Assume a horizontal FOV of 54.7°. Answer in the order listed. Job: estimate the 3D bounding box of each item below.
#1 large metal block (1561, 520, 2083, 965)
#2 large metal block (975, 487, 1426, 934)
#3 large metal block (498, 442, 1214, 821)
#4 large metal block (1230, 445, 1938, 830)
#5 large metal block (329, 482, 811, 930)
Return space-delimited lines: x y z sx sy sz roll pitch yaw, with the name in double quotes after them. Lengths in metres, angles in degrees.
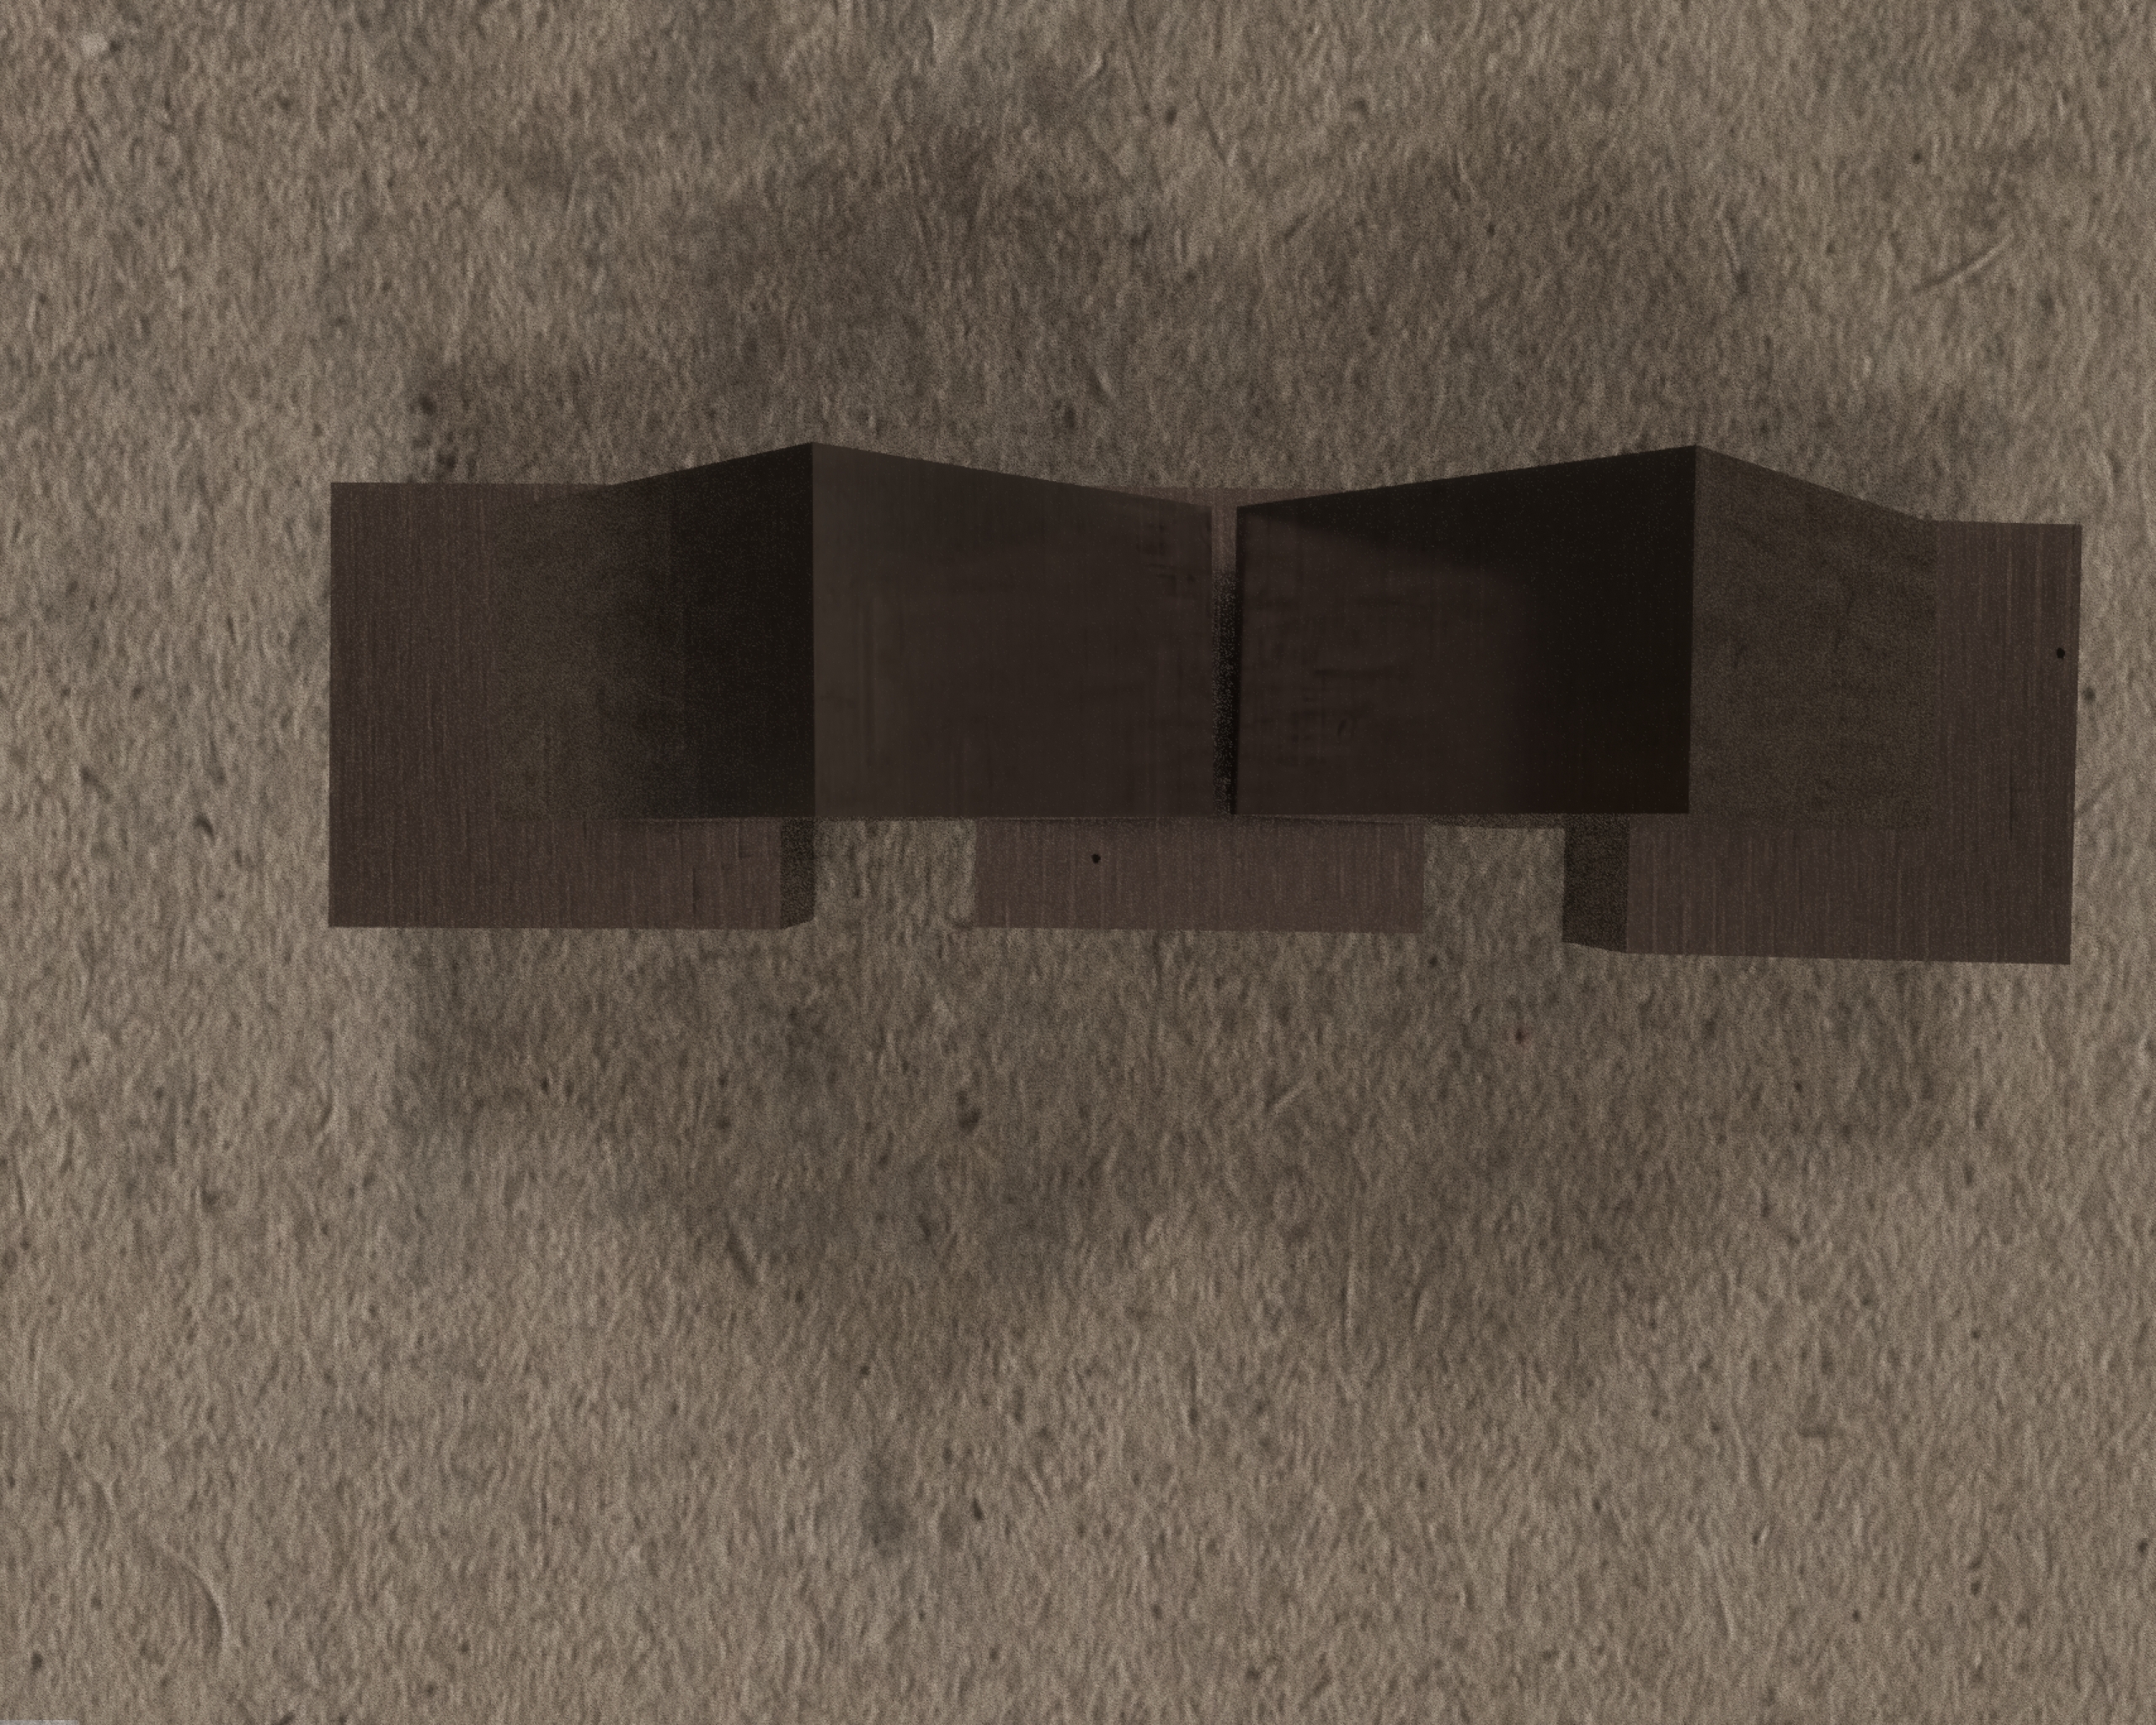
0.140 -0.022 0.401 0.081 0.050 0.079 2 90 -1 "large metal block"
0.022 -0.028 0.399 0.081 0.050 0.079 1 90 -1 "large metal block"
-0.035 -0.032 0.333 0.081 0.080 0.050 -1 91 -46 "large metal block"
0.082 -0.031 0.337 0.080 0.081 0.050 1 90 44 "large metal block"
-0.093 -0.028 0.398 0.081 0.050 0.079 0 90 -1 "large metal block"
